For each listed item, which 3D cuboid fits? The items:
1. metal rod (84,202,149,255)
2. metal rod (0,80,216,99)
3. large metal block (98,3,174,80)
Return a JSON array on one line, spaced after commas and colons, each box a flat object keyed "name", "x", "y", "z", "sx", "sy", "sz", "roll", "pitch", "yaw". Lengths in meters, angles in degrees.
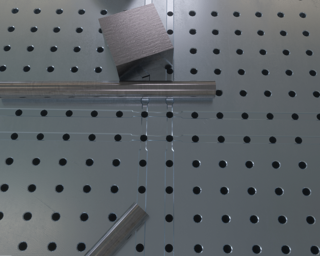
[{"name": "metal rod", "x": -0.124, "y": 0.201, "z": 0.337, "sx": 0.025, "sy": 0.025, "sz": 0.301, "roll": 41, "pitch": 75, "yaw": 13}, {"name": "metal rod", "x": -0.075, "y": -0.053, "z": 0.430, "sx": 0.302, "sy": 0.025, "sz": 0.025, "roll": 0, "pitch": 70, "yaw": -1}, {"name": "large metal block", "x": -0.033, "y": -0.120, "z": 0.442, "sx": 0.080, "sy": 0.050, "sz": 0.080, "roll": -19, "pitch": 71, "yaw": -7}]
